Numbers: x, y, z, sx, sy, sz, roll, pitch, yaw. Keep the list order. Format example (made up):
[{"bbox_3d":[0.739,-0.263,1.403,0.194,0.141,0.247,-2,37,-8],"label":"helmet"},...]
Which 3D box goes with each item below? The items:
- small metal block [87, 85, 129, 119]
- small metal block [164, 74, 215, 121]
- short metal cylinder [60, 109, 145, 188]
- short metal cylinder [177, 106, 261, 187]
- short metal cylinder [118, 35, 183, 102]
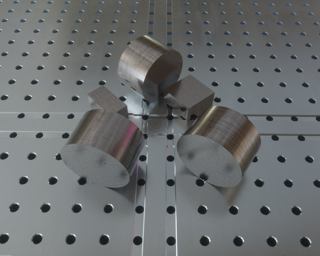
[{"bbox_3d":[-0.067,-0.020,0.407,0.025,0.050,0.050,-35,59,-26],"label":"small metal block"},{"bbox_3d":[0.041,-0.045,0.445,0.050,0.025,0.050,-32,57,-24],"label":"small metal block"},{"bbox_3d":[-0.063,0.024,0.351,0.080,0.080,0.050,13,52,11],"label":"short metal cylinder"},{"bbox_3d":[0.067,0.022,0.354,0.080,0.080,0.050,28,55,21],"label":"short metal cylinder"},{"bbox_3d":[-0.013,-0.084,0.442,0.050,0.080,0.080,37,59,26],"label":"short metal cylinder"}]
